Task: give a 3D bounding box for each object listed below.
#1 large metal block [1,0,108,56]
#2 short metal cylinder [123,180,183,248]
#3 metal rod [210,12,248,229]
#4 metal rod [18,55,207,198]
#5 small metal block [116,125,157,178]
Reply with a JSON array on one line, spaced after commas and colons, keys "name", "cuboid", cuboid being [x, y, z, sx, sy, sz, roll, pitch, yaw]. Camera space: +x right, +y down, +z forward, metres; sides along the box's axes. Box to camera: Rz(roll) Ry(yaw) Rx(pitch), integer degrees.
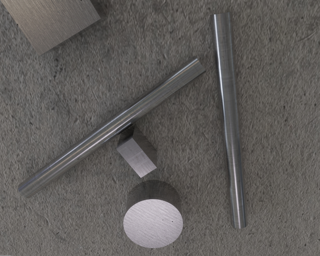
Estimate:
[{"name": "large metal block", "cuboid": [-0.117, -0.138, 0.344, 0.080, 0.050, 0.080, -28, 108, 9]}, {"name": "short metal cylinder", "cuboid": [-0.009, 0.122, 0.441, 0.081, 0.050, 0.079, 0, 110, 0]}, {"name": "metal rod", "cuboid": [0.095, 0.004, 0.412, 0.025, 0.025, 0.298, -9, 110, 3]}, {"name": "metal rod", "cuboid": [-0.071, 0.005, 0.410, 0.300, 0.025, 0.025, -35, 107, 11]}, {"name": "small metal block", "cuboid": [-0.029, 0.029, 0.407, 0.025, 0.050, 0.050, -34, 107, 12]}]
